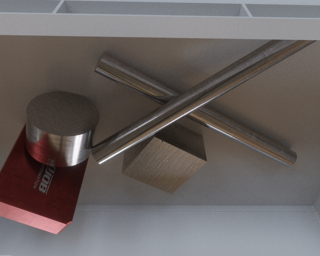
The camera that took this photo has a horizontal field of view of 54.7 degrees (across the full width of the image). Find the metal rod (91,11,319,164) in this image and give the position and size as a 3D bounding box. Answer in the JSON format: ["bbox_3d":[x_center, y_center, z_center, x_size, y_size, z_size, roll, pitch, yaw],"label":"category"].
[{"bbox_3d":[0.050,-0.040,0.349,0.300,0.025,0.025,-30,125,13],"label":"metal rod"}]

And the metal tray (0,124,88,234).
[{"bbox_3d":[-0.142,0.053,0.382,0.090,0.130,0.030,29,127,-23],"label":"metal tray"}]

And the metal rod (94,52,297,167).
[{"bbox_3d":[0.060,-0.015,0.397,0.302,0.025,0.025,25,126,-20],"label":"metal rod"}]

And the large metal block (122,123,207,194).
[{"bbox_3d":[0.005,0.036,0.424,0.080,0.050,0.080,27,125,-21],"label":"large metal block"}]

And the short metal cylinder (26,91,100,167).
[{"bbox_3d":[-0.117,0.000,0.371,0.081,0.080,0.050,12,129,-11],"label":"short metal cylinder"}]
